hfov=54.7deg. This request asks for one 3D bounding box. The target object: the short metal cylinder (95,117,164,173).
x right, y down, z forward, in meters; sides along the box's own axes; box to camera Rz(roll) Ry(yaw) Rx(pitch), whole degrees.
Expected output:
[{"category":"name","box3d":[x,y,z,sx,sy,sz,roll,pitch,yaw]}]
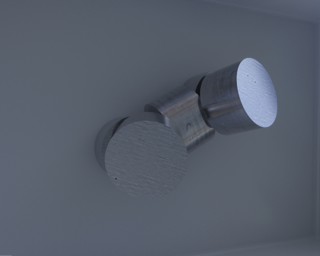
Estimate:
[{"category":"short metal cylinder","box3d":[-0.036,0.026,0.383,0.081,0.050,0.079,0,90,-21]}]

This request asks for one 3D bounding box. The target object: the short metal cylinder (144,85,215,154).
[{"category":"short metal cylinder","box3d":[0.023,-0.007,0.389,0.050,0.080,0.080,-31,101,-17]}]

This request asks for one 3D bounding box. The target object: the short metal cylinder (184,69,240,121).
[{"category":"short metal cylinder","box3d":[0.072,-0.037,0.423,0.081,0.050,0.079,0,90,-21]}]

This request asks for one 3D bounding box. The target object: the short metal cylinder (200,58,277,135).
[{"category":"short metal cylinder","box3d":[0.093,-0.035,0.362,0.081,0.050,0.080,13,70,-39]}]

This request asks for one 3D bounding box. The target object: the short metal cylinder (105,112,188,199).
[{"category":"short metal cylinder","box3d":[-0.013,0.027,0.323,0.081,0.050,0.079,0,102,0]}]
